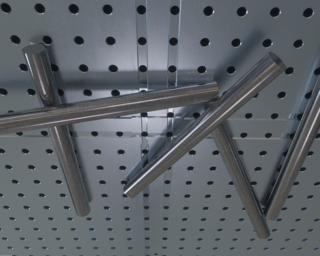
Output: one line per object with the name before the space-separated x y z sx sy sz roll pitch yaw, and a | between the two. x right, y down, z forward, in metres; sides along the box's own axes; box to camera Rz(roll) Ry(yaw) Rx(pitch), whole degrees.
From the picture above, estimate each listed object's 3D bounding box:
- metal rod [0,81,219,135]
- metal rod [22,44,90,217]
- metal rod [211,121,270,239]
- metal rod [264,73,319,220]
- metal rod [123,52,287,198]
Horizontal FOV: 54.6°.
metal rod | -0.081 -0.021 0.367 0.302 0.025 0.025 -9 130 -3
metal rod | -0.134 0.028 0.433 0.025 0.025 0.298 -1 130 1
metal rod | 0.132 0.092 0.490 0.025 0.025 0.299 -19 128 15
metal rod | 0.196 0.037 0.443 0.025 0.025 0.298 1 130 -1
metal rod | 0.036 0.016 0.406 0.025 0.025 0.299 27 130 -22
